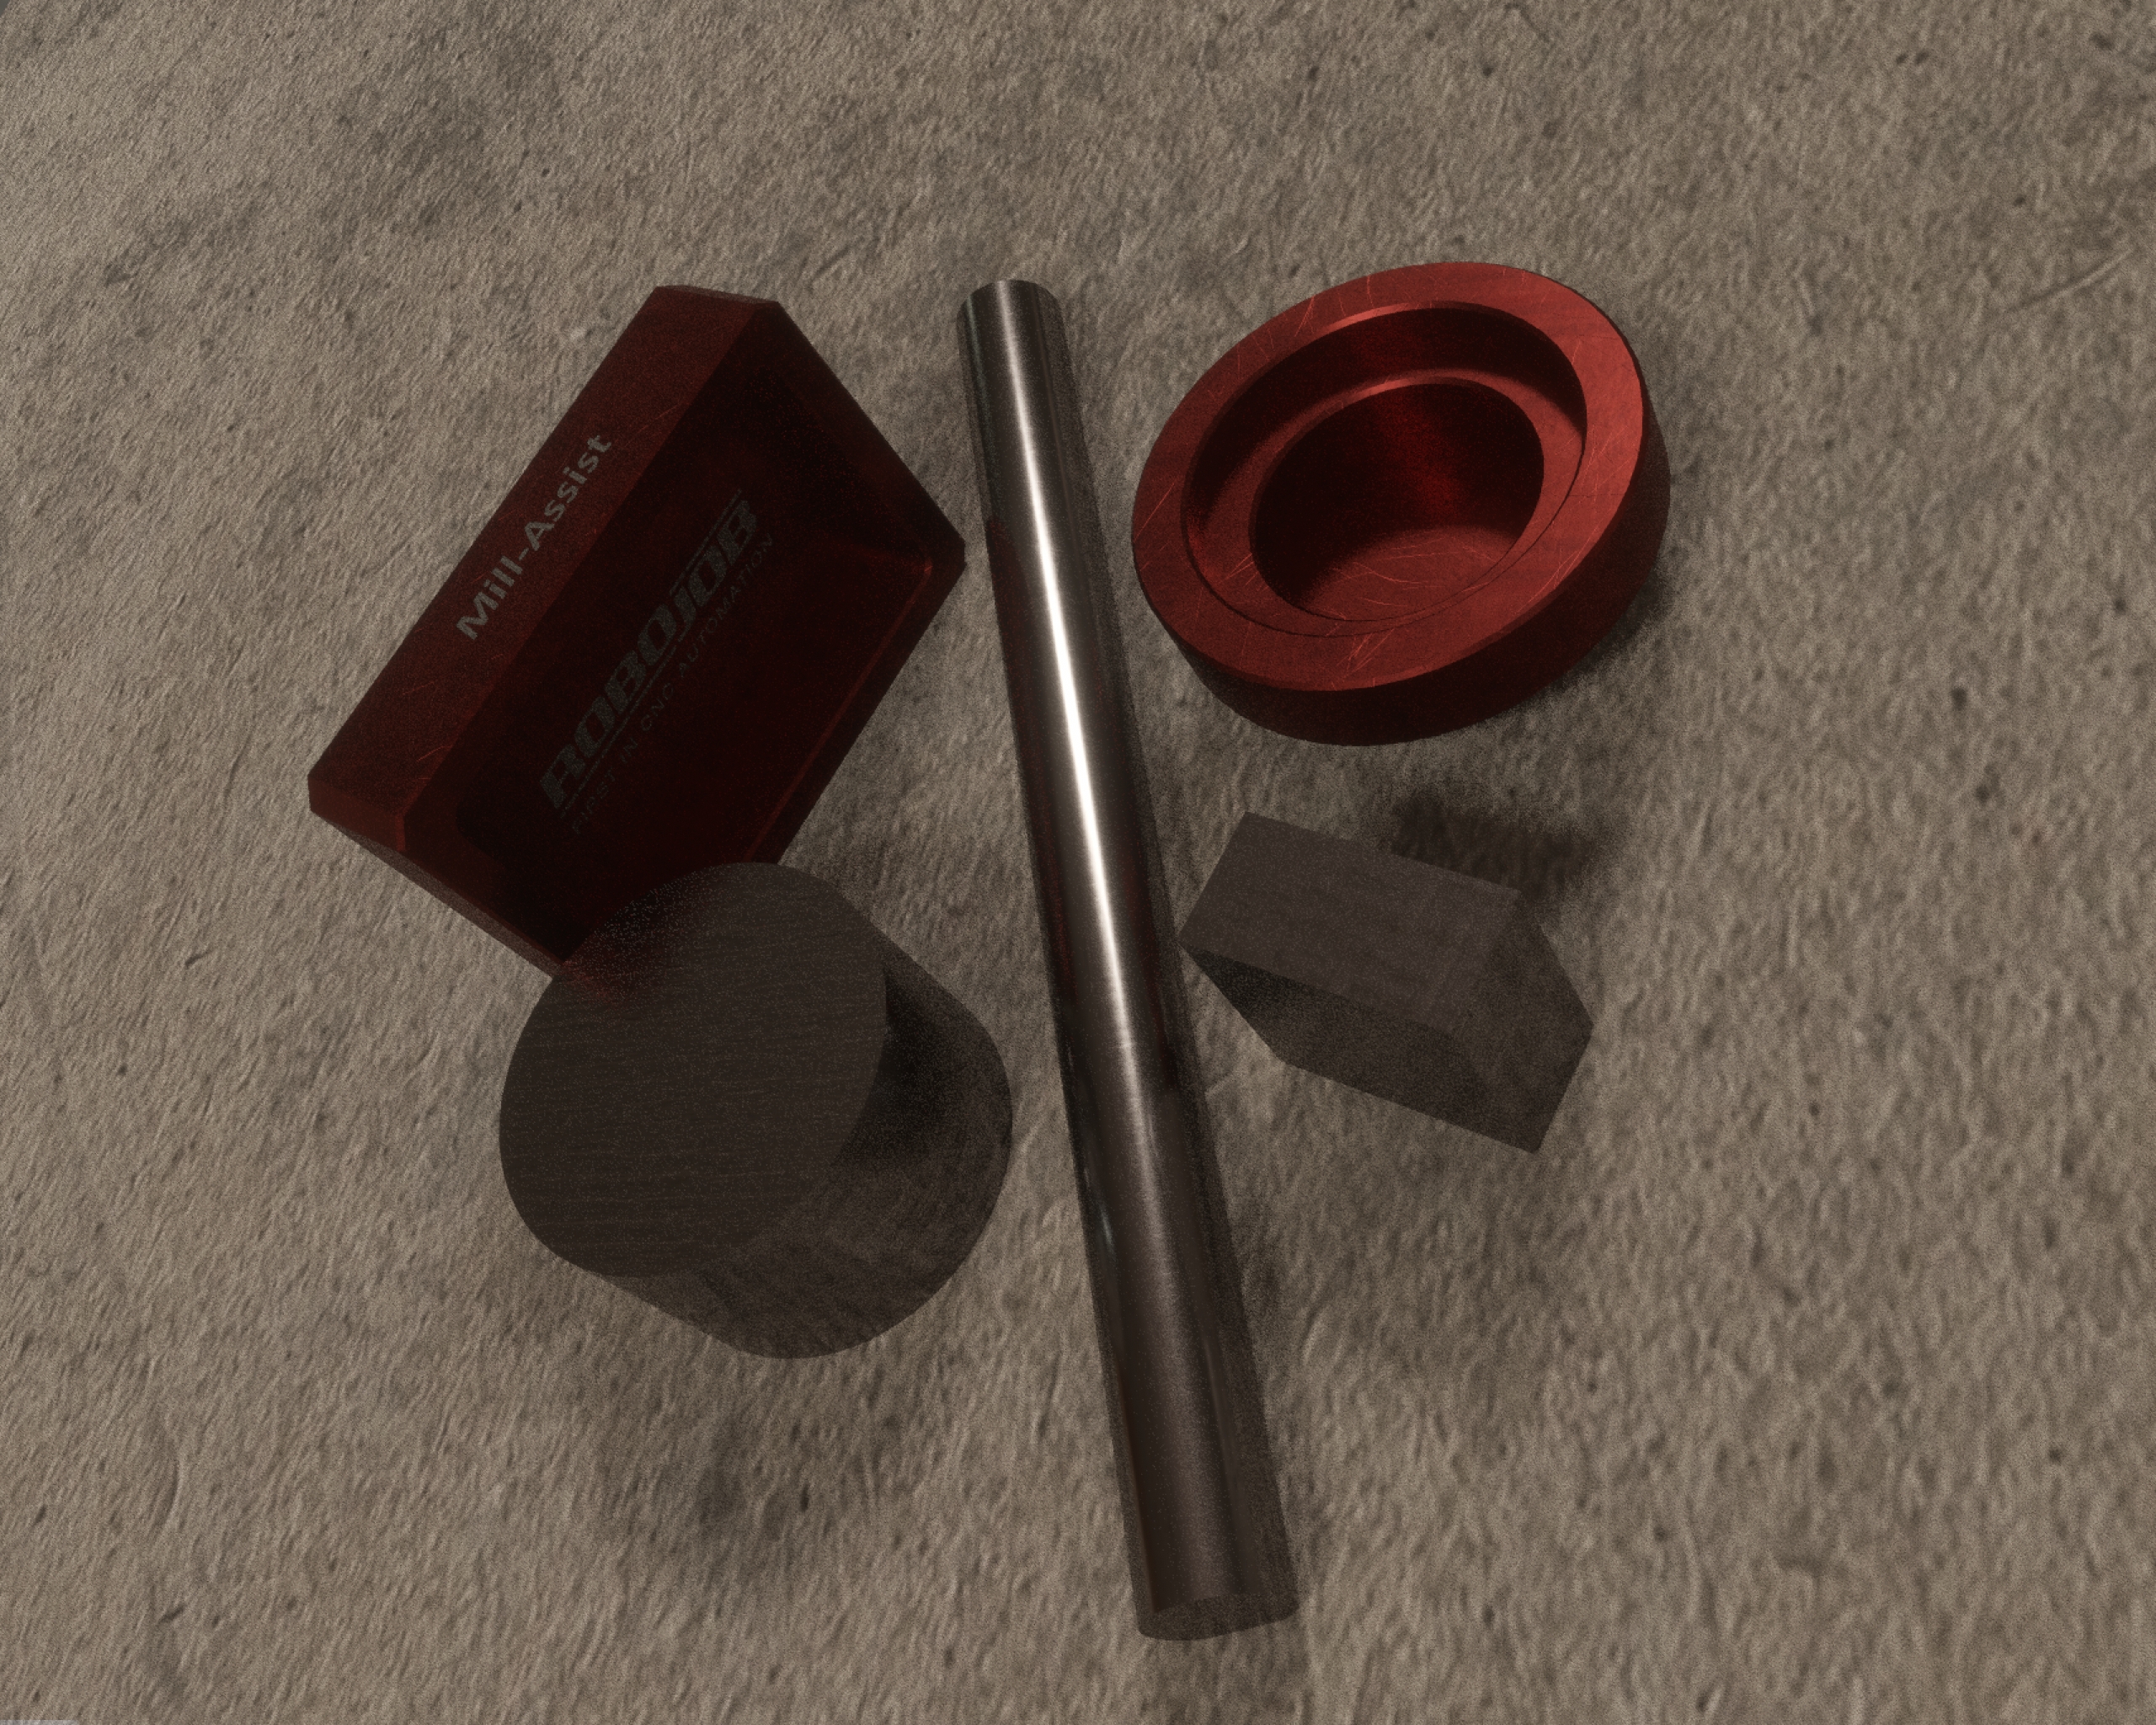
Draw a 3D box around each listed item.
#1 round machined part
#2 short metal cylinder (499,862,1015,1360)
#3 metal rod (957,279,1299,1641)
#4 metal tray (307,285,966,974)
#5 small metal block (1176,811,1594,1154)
[{"bbox_3d":[0.063,-0.063,0.399,0.098,0.042,0.098,-13,56,20],"label":"round machined part"},{"bbox_3d":[-0.059,0.047,0.390,0.080,0.050,0.080,-13,56,20],"label":"short metal cylinder"},{"bbox_3d":[0.003,-0.005,0.407,0.025,0.025,0.299,-20,54,16],"label":"metal rod"},{"bbox_3d":[-0.085,-0.041,0.432,0.030,0.090,0.130,20,72,35],"label":"metal tray"},{"bbox_3d":[0.052,0.020,0.345,0.050,0.050,0.025,18,71,34],"label":"small metal block"}]
